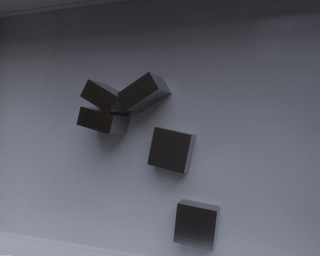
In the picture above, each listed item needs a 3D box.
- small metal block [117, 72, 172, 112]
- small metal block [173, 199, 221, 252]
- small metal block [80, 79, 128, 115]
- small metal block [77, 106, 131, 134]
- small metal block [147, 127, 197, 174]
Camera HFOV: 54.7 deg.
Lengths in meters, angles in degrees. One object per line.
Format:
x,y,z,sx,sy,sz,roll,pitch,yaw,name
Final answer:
-0.019,-0.045,0.404,0.050,0.050,0.025,-32,80,17,small metal block
0.047,0.122,0.394,0.050,0.025,0.050,7,92,19,small metal block
-0.070,-0.041,0.422,0.050,0.050,0.025,31,100,17,small metal block
-0.076,-0.010,0.424,0.050,0.050,0.025,15,96,19,small metal block
0.016,0.028,0.405,0.050,0.025,0.050,12,94,19,small metal block
